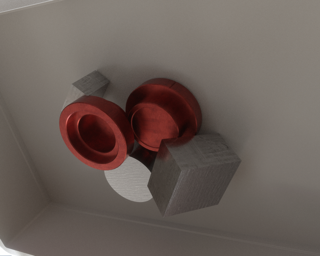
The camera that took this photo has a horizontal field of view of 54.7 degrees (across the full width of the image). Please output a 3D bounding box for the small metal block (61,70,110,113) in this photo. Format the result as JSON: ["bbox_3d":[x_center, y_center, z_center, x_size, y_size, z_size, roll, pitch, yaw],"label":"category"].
[{"bbox_3d":[-0.099,-0.043,0.414,0.025,0.050,0.050,38,129,2],"label":"small metal block"}]

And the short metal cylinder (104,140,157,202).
[{"bbox_3d":[-0.031,0.058,0.441,0.080,0.050,0.079,13,124,20],"label":"short metal cylinder"}]

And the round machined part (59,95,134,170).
[{"bbox_3d":[-0.076,0.003,0.398,0.098,0.042,0.097,13,124,20],"label":"round machined part"}]

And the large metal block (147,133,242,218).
[{"bbox_3d":[0.039,0.056,0.375,0.050,0.081,0.079,57,142,42],"label":"large metal block"}]

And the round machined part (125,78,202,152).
[{"bbox_3d":[-0.001,-0.009,0.387,0.098,0.042,0.097,13,124,20],"label":"round machined part"}]
